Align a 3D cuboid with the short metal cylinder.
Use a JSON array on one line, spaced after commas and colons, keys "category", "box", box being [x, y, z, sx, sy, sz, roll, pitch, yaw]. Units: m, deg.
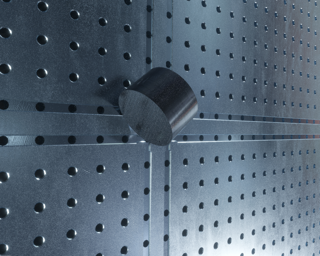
[{"category": "short metal cylinder", "box": [-0.002, -0.025, 0.370, 0.050, 0.080, 0.080, -45, 117, -31]}]
